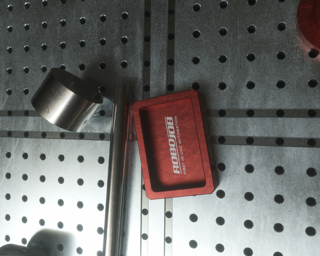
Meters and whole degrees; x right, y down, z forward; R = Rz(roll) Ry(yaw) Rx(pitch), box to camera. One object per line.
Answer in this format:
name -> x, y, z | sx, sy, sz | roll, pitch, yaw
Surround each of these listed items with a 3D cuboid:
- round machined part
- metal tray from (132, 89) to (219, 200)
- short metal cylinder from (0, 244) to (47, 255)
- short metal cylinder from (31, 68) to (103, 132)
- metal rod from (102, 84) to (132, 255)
round machined part -> 0.201, -0.127, 0.332 | 0.098, 0.042, 0.097 | 0, 90, 20
metal tray -> 0.019, 0.022, 0.402 | 0.090, 0.030, 0.129 | -10, 87, 19
short metal cylinder -> -0.213, 0.217, 0.459 | 0.050, 0.080, 0.079 | 3, 91, 20
short metal cylinder -> -0.127, -0.039, 0.428 | 0.080, 0.080, 0.050 | 42, 103, 15
metal rod -> -0.062, 0.089, 0.434 | 0.025, 0.025, 0.298 | 5, 92, 20
